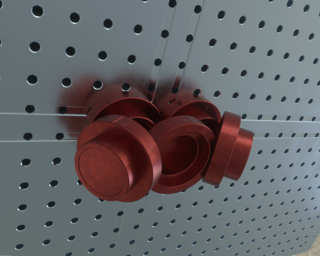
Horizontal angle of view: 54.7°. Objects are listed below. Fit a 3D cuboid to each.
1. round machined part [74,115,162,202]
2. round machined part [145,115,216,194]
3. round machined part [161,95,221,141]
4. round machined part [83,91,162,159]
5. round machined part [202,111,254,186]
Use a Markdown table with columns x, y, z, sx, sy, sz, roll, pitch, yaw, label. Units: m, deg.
| x | y | z | sx | sy | sz | roll | pitch | yaw | label |
| --- | --- | --- | --- | --- | --- | --- | --- | --- | --- |
| -0.051 | 0.038 | 0.331 | 0.042 | 0.098 | 0.097 | -39 | 144 | -55 | round machined part |
| 0.016 | 0.028 | 0.372 | 0.099 | 0.042 | 0.097 | -14 | 125 | -21 | round machined part |
| 0.045 | 0.007 | 0.430 | 0.099 | 0.042 | 0.097 | -14 | 125 | -21 | round machined part |
| -0.041 | 0.007 | 0.383 | 0.099 | 0.042 | 0.097 | -14 | 125 | -21 | round machined part |
| 0.090 | 0.030 | 0.404 | 0.042 | 0.098 | 0.097 | 18 | 115 | 8 | round machined part |
